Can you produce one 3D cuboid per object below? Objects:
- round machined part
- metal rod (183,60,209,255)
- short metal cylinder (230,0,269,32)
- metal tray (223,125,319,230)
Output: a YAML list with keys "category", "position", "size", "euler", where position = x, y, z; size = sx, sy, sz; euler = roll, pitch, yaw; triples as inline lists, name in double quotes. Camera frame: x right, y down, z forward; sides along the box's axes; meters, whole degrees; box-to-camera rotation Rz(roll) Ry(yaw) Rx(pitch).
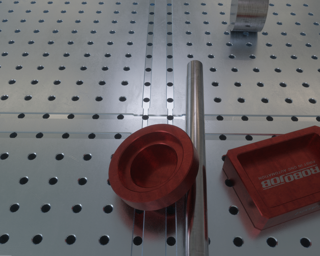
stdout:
- category: "round machined part"
  position: [-0.003, 0.046, 0.344]
  size: [0.098, 0.042, 0.098]
  euler: [-14, 47, 16]
- category: "metal rod"
  position: [0.045, 0.017, 0.393]
  size: [0.025, 0.025, 0.300]
  euler: [3, 50, 2]
- category: "short metal cylinder"
  position: [0.157, -0.213, 0.552]
  size: [0.050, 0.080, 0.080]
  euler: [3, 50, 3]
- category: "metal tray"
  position: [0.152, 0.053, 0.360]
  size: [0.131, 0.030, 0.090]
  euler: [-14, 52, -12]
